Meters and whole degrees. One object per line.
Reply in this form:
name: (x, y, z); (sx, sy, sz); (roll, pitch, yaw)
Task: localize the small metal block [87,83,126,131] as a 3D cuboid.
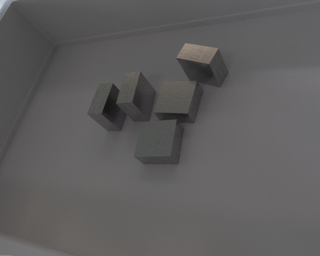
small metal block: (-0.072, -0.029, 0.446); (0.025, 0.050, 0.050); (1, 62, 29)

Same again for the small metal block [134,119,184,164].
small metal block: (-0.001, 0.018, 0.395); (0.050, 0.025, 0.050); (-3, 60, 26)

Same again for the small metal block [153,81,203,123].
small metal block: (0.025, -0.035, 0.414); (0.050, 0.025, 0.050); (4, 63, 30)

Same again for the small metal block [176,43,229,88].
small metal block: (0.057, -0.083, 0.411); (0.050, 0.050, 0.025); (20, 73, 35)

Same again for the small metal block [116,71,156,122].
small metal block: (-0.032, -0.043, 0.433); (0.025, 0.050, 0.050); (-3, 60, 27)
